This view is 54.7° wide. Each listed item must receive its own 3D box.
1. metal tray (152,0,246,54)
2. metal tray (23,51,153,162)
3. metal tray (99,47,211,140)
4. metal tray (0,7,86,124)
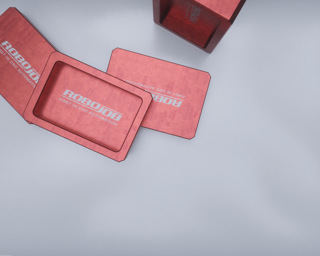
[{"bbox_3d":[0.038,-0.135,0.359,0.090,0.130,0.030,30,90,-1],"label":"metal tray"},{"bbox_3d":[-0.084,-0.025,0.377,0.131,0.030,0.090,24,90,-1],"label":"metal tray"},{"bbox_3d":[-0.008,-0.044,0.409,0.131,0.030,0.090,15,90,-1],"label":"metal tray"},{"bbox_3d":[-0.175,-0.079,0.407,0.090,0.030,0.130,-44,91,0],"label":"metal tray"}]
